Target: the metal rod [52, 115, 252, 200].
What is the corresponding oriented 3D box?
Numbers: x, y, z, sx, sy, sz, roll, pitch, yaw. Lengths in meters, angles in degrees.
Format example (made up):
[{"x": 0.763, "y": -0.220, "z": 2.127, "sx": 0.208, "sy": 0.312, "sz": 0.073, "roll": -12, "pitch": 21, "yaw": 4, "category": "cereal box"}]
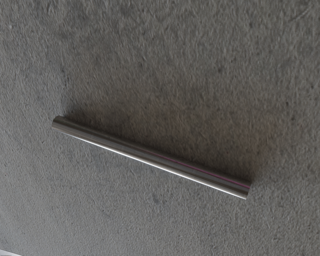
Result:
[{"x": -0.023, "y": 0.036, "z": 0.440, "sx": 0.301, "sy": 0.025, "sz": 0.025, "roll": 18, "pitch": 125, "yaw": 17, "category": "metal rod"}]
